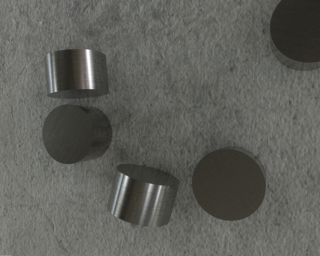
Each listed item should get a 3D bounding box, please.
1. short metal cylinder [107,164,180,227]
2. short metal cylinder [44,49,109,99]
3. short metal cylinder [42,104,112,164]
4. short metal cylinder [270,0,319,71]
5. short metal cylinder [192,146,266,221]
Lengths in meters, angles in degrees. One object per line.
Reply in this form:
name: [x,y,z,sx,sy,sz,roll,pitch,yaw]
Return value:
short metal cylinder: [-0.020,0.081,0.386,0.080,0.080,0.050,16,96,19]
short metal cylinder: [-0.111,-0.070,0.418,0.080,0.080,0.050,-6,88,19]
short metal cylinder: [-0.115,0.008,0.435,0.080,0.050,0.079,0,90,19]
short metal cylinder: [0.163,-0.106,0.338,0.080,0.050,0.079,0,90,19]
short metal cylinder: [0.083,0.063,0.366,0.080,0.050,0.079,0,90,19]
